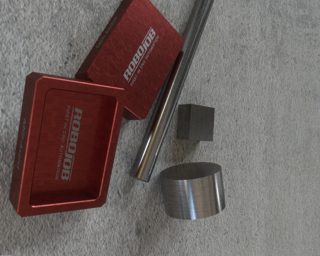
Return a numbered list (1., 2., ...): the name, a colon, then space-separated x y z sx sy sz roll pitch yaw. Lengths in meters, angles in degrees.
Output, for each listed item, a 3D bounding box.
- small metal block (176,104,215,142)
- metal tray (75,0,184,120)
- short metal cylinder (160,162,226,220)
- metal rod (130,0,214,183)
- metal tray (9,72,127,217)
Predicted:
1. small metal block: 0.053 -0.007 0.451 0.050 0.025 0.050 6 86 -40
2. metal tray: -0.031 -0.086 0.377 0.090 0.030 0.130 39 66 -33
3. short metal cylinder: 0.043 0.080 0.407 0.081 0.080 0.050 -14 99 -40
4. metal rod: 0.024 -0.071 0.426 0.025 0.025 0.299 32 70 -36
5. metal tray: -0.089 0.017 0.306 0.091 0.030 0.129 4 102 -40
